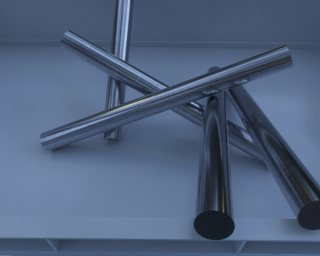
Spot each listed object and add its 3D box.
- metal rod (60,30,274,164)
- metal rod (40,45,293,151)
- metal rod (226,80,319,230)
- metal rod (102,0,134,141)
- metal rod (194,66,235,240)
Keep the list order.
[{"bbox_3d":[0.013,-0.036,0.382,0.301,0.025,0.025,30,54,2],"label":"metal rod"},{"bbox_3d":[-0.004,-0.029,0.359,0.301,0.025,0.025,-18,49,12],"label":"metal rod"},{"bbox_3d":[0.103,-0.008,0.335,0.025,0.025,0.300,1,26,0],"label":"metal rod"},{"bbox_3d":[-0.052,-0.132,0.422,0.025,0.025,0.298,3,80,2],"label":"metal rod"},{"bbox_3d":[0.057,-0.009,0.323,0.025,0.025,0.301,8,29,6],"label":"metal rod"}]
